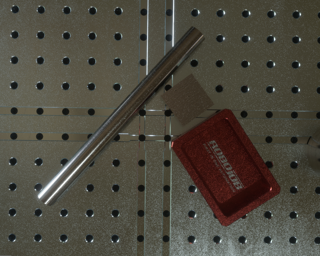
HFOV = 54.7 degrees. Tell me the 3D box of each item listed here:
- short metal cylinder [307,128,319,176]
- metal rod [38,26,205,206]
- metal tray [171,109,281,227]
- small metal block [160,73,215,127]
[{"bbox_3d":[0.244,0.034,0.404,0.081,0.050,0.079,0,90,-1],"label":"short metal cylinder"},{"bbox_3d":[-0.051,-0.016,0.412,0.025,0.025,0.300,42,90,-1],"label":"metal rod"},{"bbox_3d":[0.085,0.051,0.412,0.090,0.030,0.130,-32,90,-1],"label":"metal tray"},{"bbox_3d":[0.036,-0.036,0.414,0.050,0.025,0.050,-36,90,0],"label":"small metal block"}]
